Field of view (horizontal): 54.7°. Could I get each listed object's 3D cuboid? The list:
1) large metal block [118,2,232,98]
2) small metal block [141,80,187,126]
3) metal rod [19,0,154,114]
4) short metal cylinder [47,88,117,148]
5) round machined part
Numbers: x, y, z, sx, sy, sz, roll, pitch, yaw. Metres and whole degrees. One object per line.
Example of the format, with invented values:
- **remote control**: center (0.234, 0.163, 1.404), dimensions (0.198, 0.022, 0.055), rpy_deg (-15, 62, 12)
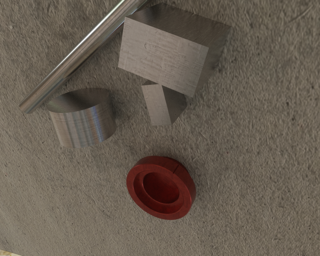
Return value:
- **large metal block**: center (0.016, -0.082, 0.311), dimensions (0.080, 0.080, 0.050), rpy_deg (24, 127, 13)
- **small metal block**: center (0.007, -0.037, 0.363), dimensions (0.025, 0.050, 0.050), rpy_deg (-1, 118, 28)
- **metal rod**: center (-0.108, -0.092, 0.404), dimensions (0.299, 0.025, 0.025), rpy_deg (-29, 103, 37)
- **short metal cylinder**: center (-0.103, -0.015, 0.414), dimensions (0.080, 0.080, 0.050), rpy_deg (5, 121, 25)
- **round machined part**: center (0.005, 0.080, 0.441), dimensions (0.098, 0.042, 0.097), rpy_deg (13, 124, 20)
